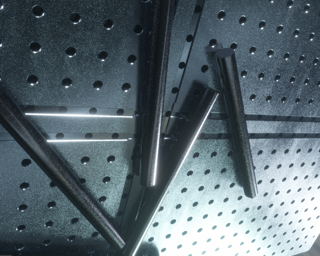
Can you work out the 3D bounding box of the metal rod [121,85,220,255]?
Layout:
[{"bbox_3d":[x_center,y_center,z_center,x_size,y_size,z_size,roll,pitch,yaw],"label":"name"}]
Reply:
[{"bbox_3d":[0.009,0.076,0.464,0.025,0.025,0.298,13,112,-34],"label":"metal rod"}]

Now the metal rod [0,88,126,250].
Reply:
[{"bbox_3d":[-0.114,0.074,0.395,0.025,0.025,0.299,-32,129,-8],"label":"metal rod"}]

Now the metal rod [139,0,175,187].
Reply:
[{"bbox_3d":[-0.005,-0.052,0.377,0.025,0.025,0.298,-9,123,-24],"label":"metal rod"}]

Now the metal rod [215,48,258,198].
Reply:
[{"bbox_3d":[0.127,0.012,0.490,0.025,0.025,0.299,-30,129,-10],"label":"metal rod"}]

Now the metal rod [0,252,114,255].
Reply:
[{"bbox_3d":[-0.111,0.212,0.482,0.302,0.025,0.025,20,108,-36],"label":"metal rod"}]
